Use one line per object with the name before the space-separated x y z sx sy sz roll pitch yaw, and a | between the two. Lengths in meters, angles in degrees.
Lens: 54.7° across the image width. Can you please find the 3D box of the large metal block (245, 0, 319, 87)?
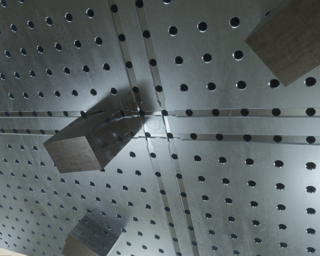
large metal block | 0.125 -0.089 0.254 0.050 0.080 0.080 47 129 -5

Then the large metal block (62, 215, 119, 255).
large metal block | -0.138 0.232 0.609 0.080 0.050 0.079 32 128 7

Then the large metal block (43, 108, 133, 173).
large metal block | -0.099 0.018 0.437 0.080 0.080 0.050 -9 114 32
